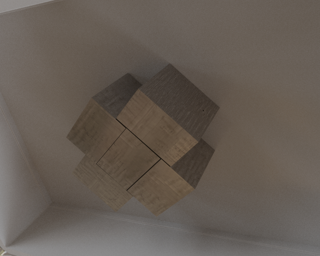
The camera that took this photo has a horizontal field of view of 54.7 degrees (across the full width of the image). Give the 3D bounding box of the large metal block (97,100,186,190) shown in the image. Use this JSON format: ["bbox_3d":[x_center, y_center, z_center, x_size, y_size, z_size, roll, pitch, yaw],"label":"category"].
[{"bbox_3d":[-0.023,0.020,0.395,0.050,0.080,0.080,42,129,-1],"label":"large metal block"}]

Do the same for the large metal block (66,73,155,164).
[{"bbox_3d":[-0.061,-0.013,0.394,0.050,0.080,0.080,42,129,-1],"label":"large metal block"}]

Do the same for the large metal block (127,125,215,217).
[{"bbox_3d":[0.015,0.054,0.397,0.050,0.080,0.080,42,129,-1],"label":"large metal block"}]

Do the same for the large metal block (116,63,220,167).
[{"bbox_3d":[0.012,-0.017,0.354,0.080,0.080,0.050,42,129,-1],"label":"large metal block"}]

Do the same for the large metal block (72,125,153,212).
[{"bbox_3d":[-0.060,0.055,0.436,0.080,0.080,0.050,42,129,-1],"label":"large metal block"}]
